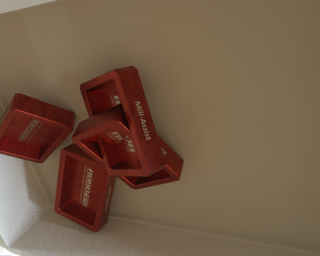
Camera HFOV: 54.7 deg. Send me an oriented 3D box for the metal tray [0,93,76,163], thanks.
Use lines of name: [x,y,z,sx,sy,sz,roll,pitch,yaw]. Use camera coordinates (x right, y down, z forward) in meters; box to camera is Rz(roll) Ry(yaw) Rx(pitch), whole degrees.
metal tray: [-0.203,0.006,0.485,0.091,0.030,0.129,22,138,-32]

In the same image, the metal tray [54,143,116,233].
metal tray: [-0.125,0.099,0.514,0.090,0.030,0.129,20,114,16]

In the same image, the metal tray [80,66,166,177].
metal tray: [-0.049,-0.004,0.394,0.090,0.030,0.129,-9,100,48]

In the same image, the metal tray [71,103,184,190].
metal tray: [-0.041,0.031,0.418,0.090,0.030,0.130,-20,128,35]
